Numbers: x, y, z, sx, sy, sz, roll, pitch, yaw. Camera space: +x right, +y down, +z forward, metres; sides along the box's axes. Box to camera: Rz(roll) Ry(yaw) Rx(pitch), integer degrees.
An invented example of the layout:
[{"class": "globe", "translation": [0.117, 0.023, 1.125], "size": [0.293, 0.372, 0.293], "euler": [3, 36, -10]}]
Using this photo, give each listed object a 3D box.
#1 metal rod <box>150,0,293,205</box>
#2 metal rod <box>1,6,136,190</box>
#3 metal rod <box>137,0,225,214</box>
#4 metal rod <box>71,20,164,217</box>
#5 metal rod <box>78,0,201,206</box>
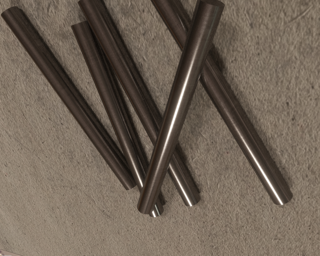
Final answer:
[{"class": "metal rod", "translation": [0.070, -0.036, 0.347], "size": [0.025, 0.025, 0.299], "euler": [-24, 106, 36]}, {"class": "metal rod", "translation": [-0.122, -0.033, 0.448], "size": [0.025, 0.025, 0.299], "euler": [-23, 106, 36]}, {"class": "metal rod", "translation": [0.012, 0.001, 0.366], "size": [0.025, 0.025, 0.298], "euler": [25, 127, 12]}, {"class": "metal rod", "translation": [-0.051, 0.002, 0.433], "size": [0.025, 0.025, 0.298], "euler": [-5, 116, 30]}, {"class": "metal rod", "translation": [-0.018, -0.023, 0.400], "size": [0.025, 0.025, 0.299], "euler": [-15, 111, 34]}]
